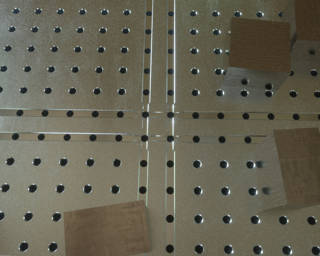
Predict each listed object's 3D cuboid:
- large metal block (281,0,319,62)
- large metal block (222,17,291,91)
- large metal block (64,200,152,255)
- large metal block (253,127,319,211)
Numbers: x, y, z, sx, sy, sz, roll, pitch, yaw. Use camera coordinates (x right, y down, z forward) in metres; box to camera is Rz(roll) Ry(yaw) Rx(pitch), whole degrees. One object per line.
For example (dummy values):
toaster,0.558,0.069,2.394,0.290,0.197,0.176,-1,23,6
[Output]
large metal block,0.228,-0.144,0.452,0.080,0.050,0.080,5,70,2
large metal block,0.134,-0.104,0.437,0.080,0.050,0.080,7,70,2
large metal block,-0.052,0.115,0.340,0.080,0.080,0.050,-8,70,-3
large metal block,0.152,0.051,0.365,0.050,0.080,0.080,-3,70,-1
